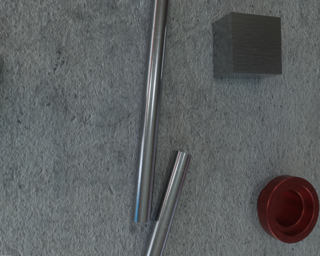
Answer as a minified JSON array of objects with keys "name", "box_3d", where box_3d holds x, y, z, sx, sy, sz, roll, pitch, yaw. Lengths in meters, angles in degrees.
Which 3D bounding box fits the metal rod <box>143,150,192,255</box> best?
[{"name":"metal rod","box_3d":[-0.012,0.176,0.405,0.025,0.025,0.299,19,83,-19]}]

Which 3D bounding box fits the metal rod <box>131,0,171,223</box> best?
[{"name":"metal rod","box_3d":[-0.011,-0.029,0.405,0.025,0.025,0.298,6,88,-20]}]

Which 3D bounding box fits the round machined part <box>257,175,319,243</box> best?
[{"name":"round machined part","box_3d":[0.189,0.120,0.472,0.099,0.042,0.097,0,90,-21]}]

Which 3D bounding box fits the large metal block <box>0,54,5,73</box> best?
[{"name":"large metal block","box_3d":[-0.218,-0.050,0.315,0.081,0.050,0.080,18,84,-20]}]

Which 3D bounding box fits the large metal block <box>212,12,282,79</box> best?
[{"name":"large metal block","box_3d":[0.124,-0.114,0.443,0.081,0.050,0.079,-2,91,-20]}]
